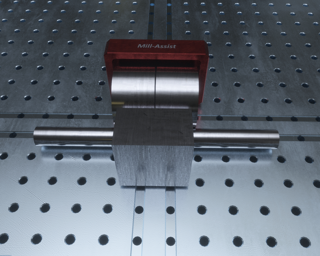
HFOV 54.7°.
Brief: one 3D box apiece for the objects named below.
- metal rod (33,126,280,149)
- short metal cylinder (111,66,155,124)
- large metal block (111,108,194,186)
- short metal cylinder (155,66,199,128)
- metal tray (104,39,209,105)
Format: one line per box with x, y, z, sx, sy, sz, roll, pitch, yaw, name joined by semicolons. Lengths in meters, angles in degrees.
-0.004;0.012;0.392;0.302;0.025;0.025;1;50;0;metal rod
-0.031;-0.040;0.401;0.050;0.080;0.080;1;50;0;short metal cylinder
-0.006;0.023;0.347;0.081;0.080;0.050;1;50;0;large metal block
0.021;-0.039;0.401;0.050;0.080;0.080;1;50;1;short metal cylinder
-0.004;-0.074;0.423;0.131;0.089;0.030;1;50;0;metal tray
